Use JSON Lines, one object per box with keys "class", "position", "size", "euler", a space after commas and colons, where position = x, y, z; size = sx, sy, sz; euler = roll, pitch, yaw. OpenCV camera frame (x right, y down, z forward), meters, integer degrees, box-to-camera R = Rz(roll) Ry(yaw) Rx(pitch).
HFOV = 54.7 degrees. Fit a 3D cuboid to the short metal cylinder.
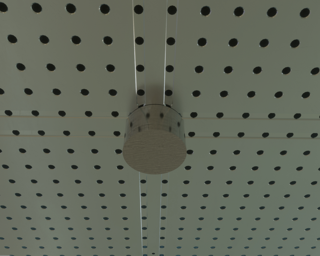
{"class": "short metal cylinder", "position": [-0.007, 0.016, 0.408], "size": [0.081, 0.050, 0.079], "euler": [0, 130, 0]}
